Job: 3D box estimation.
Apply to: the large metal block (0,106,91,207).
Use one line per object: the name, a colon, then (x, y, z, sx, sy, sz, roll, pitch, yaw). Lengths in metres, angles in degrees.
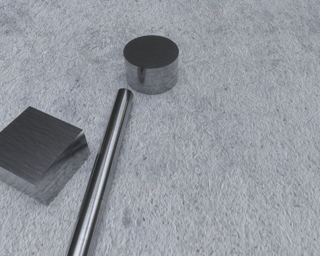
large metal block: (-0.142, 0.030, 0.360, 0.080, 0.050, 0.080, 22, 53, 17)

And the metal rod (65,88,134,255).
metal rod: (-0.069, 0.066, 0.346, 0.025, 0.025, 0.300, 6, 50, 5)

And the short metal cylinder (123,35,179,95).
short metal cylinder: (-0.013, -0.096, 0.467, 0.081, 0.050, 0.080, 0, 50, 0)
